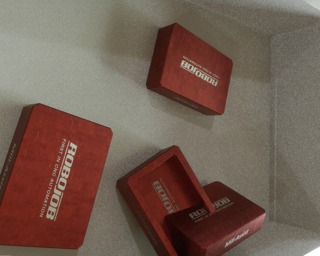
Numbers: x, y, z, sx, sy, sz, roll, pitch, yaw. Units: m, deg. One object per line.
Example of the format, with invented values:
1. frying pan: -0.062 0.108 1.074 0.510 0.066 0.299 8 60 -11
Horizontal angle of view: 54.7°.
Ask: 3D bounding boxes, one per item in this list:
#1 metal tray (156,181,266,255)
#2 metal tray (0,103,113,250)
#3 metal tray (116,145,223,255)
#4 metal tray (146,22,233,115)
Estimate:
1. metal tray: 0.068 0.121 0.417 0.131 0.090 0.030 -12 119 -39
2. metal tray: -0.108 0.050 0.313 0.090 0.030 0.130 22 76 -38
3. metal tray: 0.016 0.099 0.393 0.091 0.030 0.130 -32 94 -36
4. metal tray: 0.047 -0.078 0.443 0.131 0.030 0.090 20 77 -38
